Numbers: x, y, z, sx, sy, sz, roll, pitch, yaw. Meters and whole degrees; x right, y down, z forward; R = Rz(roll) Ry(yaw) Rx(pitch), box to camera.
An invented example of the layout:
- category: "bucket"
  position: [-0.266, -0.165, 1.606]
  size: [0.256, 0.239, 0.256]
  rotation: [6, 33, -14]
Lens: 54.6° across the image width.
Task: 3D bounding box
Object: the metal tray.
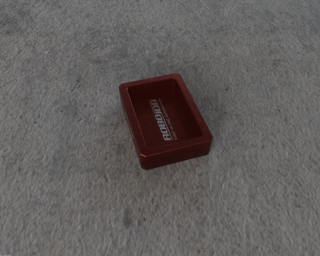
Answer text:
- category: "metal tray"
  position: [0.003, -0.014, 0.411]
  size: [0.091, 0.030, 0.130]
  rotation: [-13, 51, -11]
